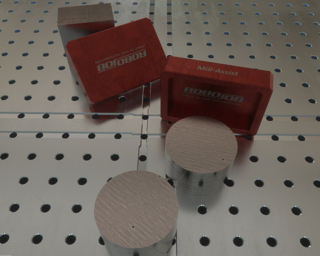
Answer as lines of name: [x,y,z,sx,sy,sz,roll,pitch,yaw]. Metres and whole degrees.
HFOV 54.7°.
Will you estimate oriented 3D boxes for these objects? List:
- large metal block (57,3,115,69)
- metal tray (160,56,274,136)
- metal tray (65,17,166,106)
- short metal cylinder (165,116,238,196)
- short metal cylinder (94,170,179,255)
large metal block: [-0.111,-0.145,0.493,0.081,0.080,0.050,-8,51,-7]
metal tray: [0.067,-0.039,0.398,0.131,0.089,0.030,11,51,9]
metal tray: [-0.059,-0.098,0.452,0.131,0.030,0.090,-25,96,-20]
short metal cylinder: [0.046,0.032,0.365,0.081,0.050,0.080,0,50,0]
short metal cylinder: [-0.022,0.090,0.315,0.081,0.050,0.080,0,50,0]
